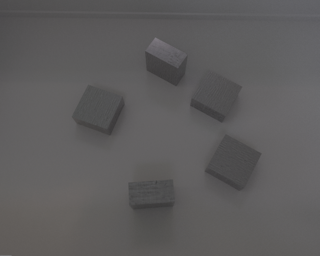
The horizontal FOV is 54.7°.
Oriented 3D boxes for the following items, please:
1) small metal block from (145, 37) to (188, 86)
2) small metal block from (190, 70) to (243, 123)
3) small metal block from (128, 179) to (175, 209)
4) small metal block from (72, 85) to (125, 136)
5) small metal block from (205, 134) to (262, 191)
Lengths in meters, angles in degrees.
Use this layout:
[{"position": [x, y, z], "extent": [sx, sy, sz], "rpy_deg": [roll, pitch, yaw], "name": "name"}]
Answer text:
[{"position": [0.008, -0.090, 0.429], "extent": [0.050, 0.050, 0.025], "rpy_deg": [30, 73, 10], "name": "small metal block"}, {"position": [0.077, -0.043, 0.426], "extent": [0.050, 0.025, 0.050], "rpy_deg": [30, 73, 10], "name": "small metal block"}, {"position": [-0.009, 0.080, 0.367], "extent": [0.050, 0.050, 0.025], "rpy_deg": [-4, 70, -2], "name": "small metal block"}, {"position": [-0.082, -0.024, 0.418], "extent": [0.050, 0.025, 0.050], "rpy_deg": [20, 71, 7], "name": "small metal block"}, {"position": [0.092, 0.044, 0.394], "extent": [0.050, 0.025, 0.050], "rpy_deg": [29, 73, 10], "name": "small metal block"}]
